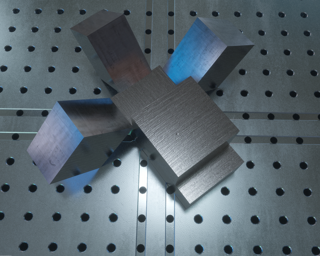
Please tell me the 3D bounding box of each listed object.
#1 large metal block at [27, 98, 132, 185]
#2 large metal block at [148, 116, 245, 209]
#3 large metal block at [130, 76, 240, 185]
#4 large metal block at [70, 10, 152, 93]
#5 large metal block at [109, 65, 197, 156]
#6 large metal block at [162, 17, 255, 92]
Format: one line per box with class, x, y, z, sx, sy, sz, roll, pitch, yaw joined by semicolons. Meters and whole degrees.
large metal block;-0.092;0.012;0.362;0.050;0.080;0.080;50;119;16
large metal block;0.041;0.040;0.383;0.080;0.050;0.080;-35;73;-13
large metal block;0.025;0.004;0.343;0.080;0.050;0.080;-35;74;-13
large metal block;-0.064;-0.101;0.403;0.050;0.080;0.080;-36;35;-12
large metal block;-0.007;-0.021;0.406;0.080;0.050;0.080;-36;74;-12
large metal block;0.063;-0.092;0.400;0.050;0.080;0.081;50;38;16
